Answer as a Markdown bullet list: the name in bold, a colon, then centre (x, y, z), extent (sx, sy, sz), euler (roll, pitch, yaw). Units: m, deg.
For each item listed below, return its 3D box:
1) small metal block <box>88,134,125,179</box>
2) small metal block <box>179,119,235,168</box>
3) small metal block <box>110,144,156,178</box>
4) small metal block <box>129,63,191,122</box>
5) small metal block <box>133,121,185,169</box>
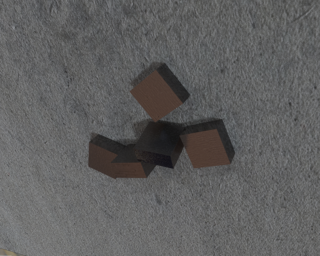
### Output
- **small metal block**: centre (-0.082, 0.044, 0.477), extent (0.050, 0.025, 0.050), euler (22, 127, 15)
- **small metal block**: centre (0.060, 0.021, 0.388), extent (0.050, 0.025, 0.050), euler (-12, 113, 33)
- **small metal block**: centre (-0.032, 0.045, 0.436), extent (0.050, 0.050, 0.025), euler (-5, 116, 30)
- **small metal block**: centre (0.000, -0.043, 0.381), extent (0.050, 0.025, 0.050), euler (-33, 100, 38)
- **small metal block**: centre (0.001, 0.021, 0.400), extent (0.050, 0.050, 0.025), euler (10, 138, 23)
